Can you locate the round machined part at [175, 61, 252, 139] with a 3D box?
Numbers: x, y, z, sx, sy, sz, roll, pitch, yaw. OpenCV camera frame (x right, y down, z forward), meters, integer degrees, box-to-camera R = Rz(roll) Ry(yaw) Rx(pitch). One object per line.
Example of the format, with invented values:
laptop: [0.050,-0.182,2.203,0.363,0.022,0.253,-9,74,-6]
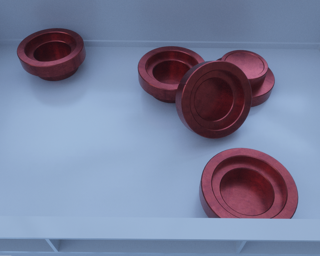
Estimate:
round machined part: [0.066,-0.038,0.403,0.099,0.097,0.042,-18,16,-15]

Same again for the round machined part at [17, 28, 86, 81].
round machined part: [-0.166,-0.111,0.485,0.099,0.042,0.098,0,50,0]

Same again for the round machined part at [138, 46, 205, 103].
round machined part: [0.018,-0.074,0.457,0.099,0.042,0.098,0,50,0]

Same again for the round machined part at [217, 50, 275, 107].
round machined part: [0.122,-0.080,0.463,0.099,0.042,0.098,0,50,0]

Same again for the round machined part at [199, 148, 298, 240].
round machined part: [0.091,0.073,0.334,0.099,0.042,0.098,0,50,0]
